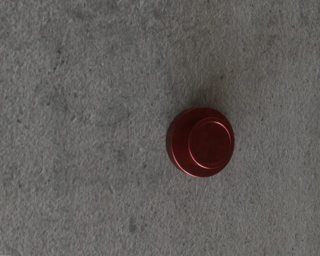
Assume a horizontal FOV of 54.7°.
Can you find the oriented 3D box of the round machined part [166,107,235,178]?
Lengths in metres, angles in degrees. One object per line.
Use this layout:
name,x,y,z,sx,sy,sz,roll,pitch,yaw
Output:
round machined part,0.061,0.020,0.424,0.099,0.042,0.097,0,90,-21
